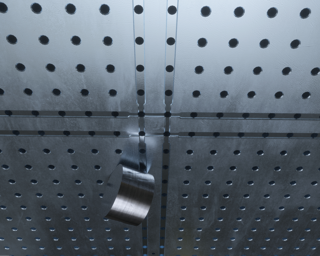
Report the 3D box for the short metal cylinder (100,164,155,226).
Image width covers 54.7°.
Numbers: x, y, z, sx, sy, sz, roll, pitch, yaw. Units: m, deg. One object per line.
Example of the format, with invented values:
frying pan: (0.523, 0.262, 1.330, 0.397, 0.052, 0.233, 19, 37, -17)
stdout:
short metal cylinder: (-0.049, 0.099, 0.460, 0.050, 0.080, 0.080, 22, 126, -18)
